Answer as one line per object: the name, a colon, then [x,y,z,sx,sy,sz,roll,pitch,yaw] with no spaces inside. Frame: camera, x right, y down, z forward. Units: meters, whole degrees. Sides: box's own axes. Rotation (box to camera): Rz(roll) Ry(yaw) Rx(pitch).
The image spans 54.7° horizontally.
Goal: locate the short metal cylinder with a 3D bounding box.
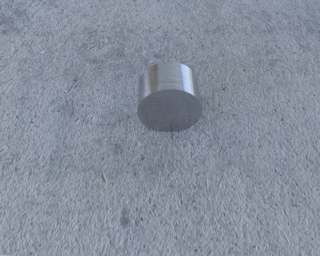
short metal cylinder: [0.012,-0.038,0.402,0.081,0.080,0.050,-1,50,-1]
